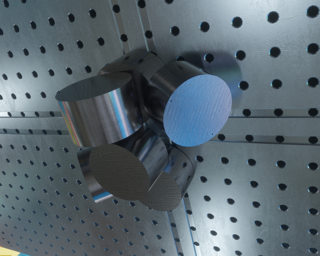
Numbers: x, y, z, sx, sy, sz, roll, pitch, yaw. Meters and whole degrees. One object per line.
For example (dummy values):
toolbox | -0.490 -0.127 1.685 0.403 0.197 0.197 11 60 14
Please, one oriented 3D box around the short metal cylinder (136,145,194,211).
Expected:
short metal cylinder | 0.002 0.070 0.437 0.080 0.050 0.079 13 125 20

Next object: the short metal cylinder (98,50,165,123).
short metal cylinder | -0.032 -0.050 0.381 0.080 0.050 0.079 13 125 20

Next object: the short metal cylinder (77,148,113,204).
short metal cylinder | -0.082 0.062 0.450 0.050 0.080 0.080 -21 114 -11

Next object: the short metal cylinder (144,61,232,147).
short metal cylinder | 0.029 -0.027 0.335 0.050 0.081 0.079 -134 34 -53

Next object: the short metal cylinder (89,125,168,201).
short metal cylinder | -0.037 0.040 0.374 0.080 0.050 0.079 13 124 21

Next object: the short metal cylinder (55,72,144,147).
short metal cylinder | -0.062 -0.022 0.329 0.080 0.080 0.050 1 119 28
